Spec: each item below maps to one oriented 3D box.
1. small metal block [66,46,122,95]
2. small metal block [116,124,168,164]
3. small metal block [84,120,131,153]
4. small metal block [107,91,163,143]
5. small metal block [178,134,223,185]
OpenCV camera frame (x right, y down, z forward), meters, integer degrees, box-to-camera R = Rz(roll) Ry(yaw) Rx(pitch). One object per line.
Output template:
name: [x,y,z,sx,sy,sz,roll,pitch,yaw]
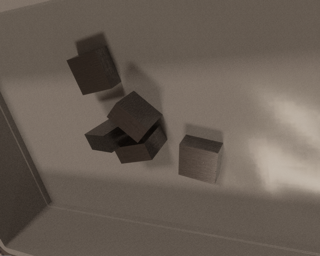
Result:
small metal block: [-0.086,-0.075,0.406,0.050,0.025,0.050,-8,115,31]
small metal block: [-0.025,0.021,0.418,0.050,0.050,0.025,-11,114,32]
small metal block: [-0.065,0.008,0.421,0.050,0.050,0.025,2,121,49]
small metal block: [-0.031,-0.016,0.396,0.050,0.050,0.025,40,122,1]
small metal block: [0.053,0.041,0.405,0.050,0.025,0.050,13,124,20]
